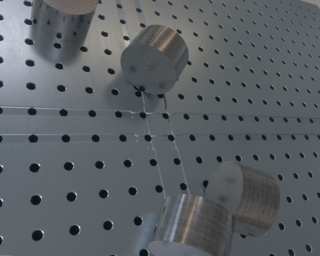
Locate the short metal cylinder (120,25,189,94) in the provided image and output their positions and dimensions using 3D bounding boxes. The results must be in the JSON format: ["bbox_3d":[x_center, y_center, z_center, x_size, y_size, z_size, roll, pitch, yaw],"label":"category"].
[{"bbox_3d":[-0.007,-0.093,0.426,0.080,0.080,0.050,34,51,-6],"label":"short metal cylinder"}]

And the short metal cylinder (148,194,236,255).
[{"bbox_3d":[0.034,0.112,0.322,0.080,0.080,0.050,30,52,-9],"label":"short metal cylinder"}]

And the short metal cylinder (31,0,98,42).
[{"bbox_3d":[-0.131,-0.166,0.423,0.081,0.050,0.080,14,56,-21],"label":"short metal cylinder"}]

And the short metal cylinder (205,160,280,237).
[{"bbox_3d":[0.096,0.085,0.373,0.050,0.080,0.080,21,54,-16],"label":"short metal cylinder"}]
